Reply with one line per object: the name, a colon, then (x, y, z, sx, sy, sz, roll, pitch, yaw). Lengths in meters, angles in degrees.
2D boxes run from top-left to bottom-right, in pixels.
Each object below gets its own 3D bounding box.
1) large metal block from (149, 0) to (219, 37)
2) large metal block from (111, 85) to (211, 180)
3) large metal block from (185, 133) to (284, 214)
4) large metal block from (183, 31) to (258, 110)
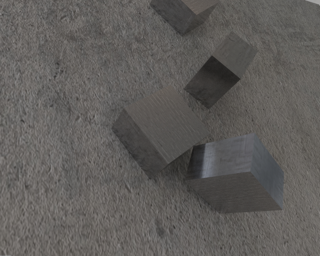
large metal block: (0.043, -0.219, 0.545, 0.080, 0.050, 0.080, 45, 51, 3)
large metal block: (0.001, 0.004, 0.386, 0.081, 0.050, 0.080, -32, 79, -38)
large metal block: (0.089, 0.057, 0.364, 0.080, 0.080, 0.050, 46, 46, -31)
large metal block: (0.091, -0.087, 0.471, 0.050, 0.080, 0.080, 39, 51, -2)
